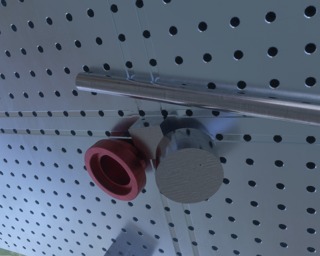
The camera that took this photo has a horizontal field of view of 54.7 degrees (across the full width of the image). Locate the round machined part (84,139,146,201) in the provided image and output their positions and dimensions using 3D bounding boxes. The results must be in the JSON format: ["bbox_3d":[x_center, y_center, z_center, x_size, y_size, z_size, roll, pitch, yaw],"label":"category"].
[{"bbox_3d":[-0.061,0.057,0.460,0.098,0.042,0.097,19,131,25],"label":"round machined part"}]

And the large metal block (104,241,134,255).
[{"bbox_3d":[-0.085,0.285,0.614,0.080,0.050,0.079,35,129,4],"label":"large metal block"}]

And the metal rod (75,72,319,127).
[{"bbox_3d":[0.029,-0.039,0.370,0.301,0.025,0.025,11,123,22],"label":"metal rod"}]

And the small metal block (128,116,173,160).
[{"bbox_3d":[-0.008,0.015,0.424,0.050,0.025,0.050,-7,115,31],"label":"small metal block"}]

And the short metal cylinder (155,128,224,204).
[{"bbox_3d":[0.035,0.047,0.386,0.081,0.050,0.079,0,117,0],"label":"short metal cylinder"}]
